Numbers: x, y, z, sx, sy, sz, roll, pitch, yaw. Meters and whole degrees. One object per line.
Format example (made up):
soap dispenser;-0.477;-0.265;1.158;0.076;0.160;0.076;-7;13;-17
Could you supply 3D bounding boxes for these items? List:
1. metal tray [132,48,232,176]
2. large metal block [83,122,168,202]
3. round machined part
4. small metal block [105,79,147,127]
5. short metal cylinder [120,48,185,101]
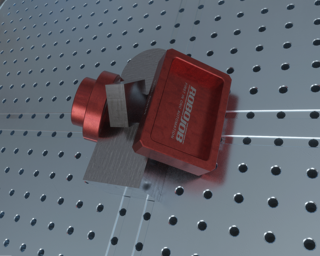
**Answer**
metal tray;0.030;-0.020;0.365;0.030;0.091;0.130;139;150;-62
large metal block;-0.037;0.040;0.387;0.080;0.050;0.080;2;63;29
round machined part;-0.089;-0.031;0.422;0.042;0.098;0.098;16;66;-1
small metal block;-0.039;-0.031;0.377;0.025;0.050;0.050;1;105;26
short metal cylinder;-0.008;-0.064;0.435;0.080;0.050;0.080;-13;56;21
